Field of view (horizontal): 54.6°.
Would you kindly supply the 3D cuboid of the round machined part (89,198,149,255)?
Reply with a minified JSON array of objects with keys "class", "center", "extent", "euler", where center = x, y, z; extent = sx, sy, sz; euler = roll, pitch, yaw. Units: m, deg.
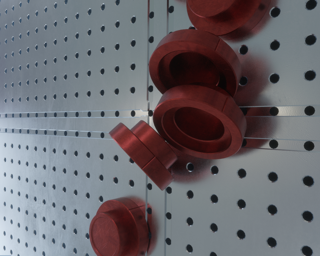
[{"class":"round machined part","center":[-0.066,0.155,0.455],"extent":[0.098,0.042,0.097],"euler":[0,90,40]}]

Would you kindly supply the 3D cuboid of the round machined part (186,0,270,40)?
[{"class":"round machined part","center":[0.068,-0.151,0.342],"extent":[0.098,0.042,0.097],"euler":[0,90,40]}]

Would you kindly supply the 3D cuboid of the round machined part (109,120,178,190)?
[{"class":"round machined part","center":[-0.015,0.028,0.388],"extent":[0.042,0.098,0.098],"euler":[-43,58,-8]}]

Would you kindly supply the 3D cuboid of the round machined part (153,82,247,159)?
[{"class":"round machined part","center":[0.045,-0.012,0.339],"extent":[0.098,0.098,0.042],"euler":[-7,44,40]}]

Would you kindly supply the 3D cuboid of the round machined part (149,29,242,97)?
[{"class":"round machined part","center":[0.041,-0.067,0.342],"extent":[0.098,0.098,0.042],"euler":[-8,44,40]}]
